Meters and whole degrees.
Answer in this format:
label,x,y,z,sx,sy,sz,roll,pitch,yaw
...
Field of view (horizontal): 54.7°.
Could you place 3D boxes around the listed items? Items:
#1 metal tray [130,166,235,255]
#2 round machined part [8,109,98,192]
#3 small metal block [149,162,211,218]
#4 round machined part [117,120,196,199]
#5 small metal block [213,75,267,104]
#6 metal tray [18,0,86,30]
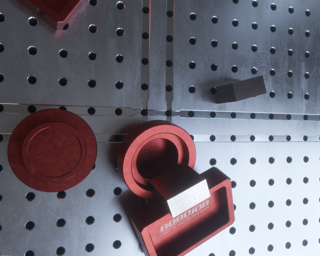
label,x,y,z,sx,sy,sz,roll,pitch,yaw
metal tray,0.035,0.118,0.403,0.131,0.030,0.089,-26,125,-18
round machined part,-0.122,0.026,0.359,0.099,0.042,0.097,0,90,-20
small metal block,0.022,0.071,0.364,0.050,0.050,0.025,-25,116,-17
round machined part,-0.007,0.036,0.392,0.099,0.042,0.097,-8,109,-23
small metal block,0.113,-0.054,0.441,0.050,0.050,0.025,-16,96,-19
metal tray,-0.117,-0.195,0.366,0.090,0.030,0.130,37,78,-17
